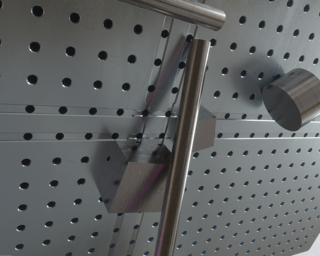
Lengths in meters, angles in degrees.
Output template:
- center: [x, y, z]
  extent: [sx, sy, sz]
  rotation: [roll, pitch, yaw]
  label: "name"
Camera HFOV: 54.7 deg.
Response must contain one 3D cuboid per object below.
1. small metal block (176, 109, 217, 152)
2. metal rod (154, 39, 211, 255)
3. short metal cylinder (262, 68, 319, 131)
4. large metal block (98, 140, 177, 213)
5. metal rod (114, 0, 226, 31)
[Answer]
- center: [0.051, 0.006, 0.445]
  extent: [0.050, 0.025, 0.050]
  rotation: [-14, 125, -21]
  label: "small metal block"
- center: [0.026, 0.041, 0.392]
  extent: [0.025, 0.025, 0.298]
  rotation: [6, 97, -31]
  label: "metal rod"
- center: [0.200, -0.042, 0.462]
  extent: [0.050, 0.080, 0.080]
  rotation: [-31, 129, -9]
  label: "short metal cylinder"
- center: [-0.029, 0.068, 0.423]
  extent: [0.081, 0.050, 0.079]
  rotation: [9, 114, -33]
  label: "large metal block"
- center: [-0.059, -0.139, 0.293]
  extent: [0.302, 0.025, 0.025]
  rotation: [5, 116, -31]
  label: "metal rod"
